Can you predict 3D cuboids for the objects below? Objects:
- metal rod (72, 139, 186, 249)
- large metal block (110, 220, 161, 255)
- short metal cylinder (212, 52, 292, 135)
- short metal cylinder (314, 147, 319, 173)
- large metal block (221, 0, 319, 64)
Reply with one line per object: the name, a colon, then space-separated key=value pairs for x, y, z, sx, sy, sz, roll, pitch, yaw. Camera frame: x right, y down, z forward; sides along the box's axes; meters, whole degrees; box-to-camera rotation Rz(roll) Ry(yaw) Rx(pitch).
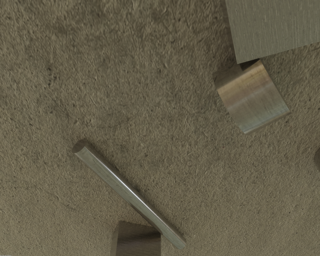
metal rod: x=-0.036 y=0.123 z=0.511 sx=0.025 sy=0.025 sz=0.300 roll=-24 pitch=127 yaw=19
large metal block: x=-0.045 y=0.223 z=0.561 sx=0.081 sy=0.080 sz=0.050 roll=16 pitch=128 yaw=-13
short metal cylinder: x=0.100 y=-0.039 z=0.339 sx=0.050 sy=0.080 sz=0.080 roll=-30 pitch=124 yaw=23
short metal cylinder: x=0.270 y=0.054 z=0.440 sx=0.081 sy=0.050 sz=0.079 roll=0 pitch=130 yaw=0
large metal block: x=0.102 y=-0.117 z=0.292 sx=0.080 sy=0.050 sz=0.080 roll=-14 pitch=129 yaw=11
